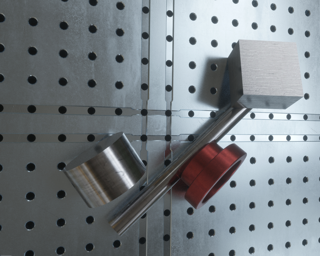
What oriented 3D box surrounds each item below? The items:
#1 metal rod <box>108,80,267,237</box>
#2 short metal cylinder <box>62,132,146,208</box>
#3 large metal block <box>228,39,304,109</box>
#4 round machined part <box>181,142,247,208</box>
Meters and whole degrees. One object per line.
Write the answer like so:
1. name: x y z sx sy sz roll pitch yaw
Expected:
1. metal rod: 0.051 0.031 0.431 0.301 0.025 0.025 -42 103 -15
2. short metal cylinder: -0.064 0.047 0.360 0.080 0.080 0.050 -35 102 -17
3. large metal block: 0.144 -0.073 0.432 0.081 0.050 0.080 2 73 -5
4. round machined part: 0.066 0.057 0.408 0.098 0.098 0.042 -42 68 -15
